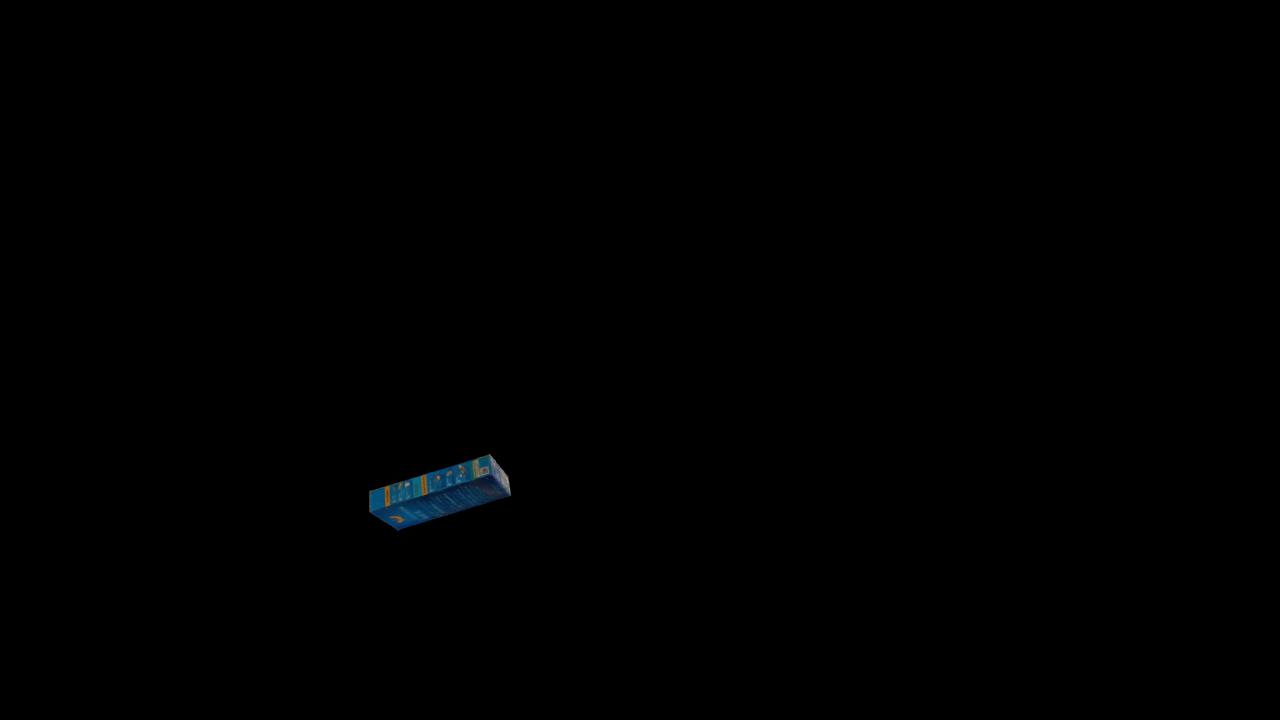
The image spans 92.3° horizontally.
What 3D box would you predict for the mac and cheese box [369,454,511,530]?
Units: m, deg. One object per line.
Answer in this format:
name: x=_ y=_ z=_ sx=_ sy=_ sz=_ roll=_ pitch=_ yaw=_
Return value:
mac and cheese box: x=-0.297 y=0.201 z=0.925 sx=0.184 sy=0.041 sz=0.093 roll=-16 pitch=-32 yaw=-1
